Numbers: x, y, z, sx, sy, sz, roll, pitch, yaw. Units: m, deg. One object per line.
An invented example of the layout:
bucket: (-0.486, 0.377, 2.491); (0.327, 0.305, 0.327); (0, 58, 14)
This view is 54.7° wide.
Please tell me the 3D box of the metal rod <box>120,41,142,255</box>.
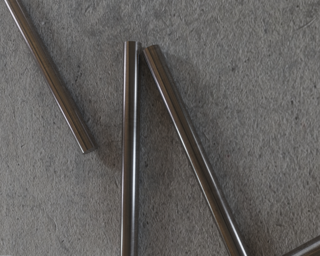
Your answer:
metal rod: (-0.040, 0.034, 0.422); (0.025, 0.025, 0.298); (1, 90, 20)

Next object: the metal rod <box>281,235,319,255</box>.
metal rod: (0.159, 0.151, 0.352); (0.300, 0.025, 0.025); (-37, 78, 16)

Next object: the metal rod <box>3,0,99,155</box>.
metal rod: (-0.173, -0.096, 0.469); (0.025, 0.025, 0.299); (-33, 80, 17)

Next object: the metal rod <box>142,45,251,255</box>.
metal rod: (0.045, 0.032, 0.392); (0.025, 0.025, 0.299); (-25, 82, 18)
